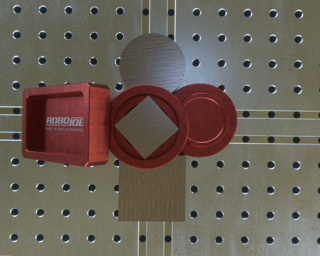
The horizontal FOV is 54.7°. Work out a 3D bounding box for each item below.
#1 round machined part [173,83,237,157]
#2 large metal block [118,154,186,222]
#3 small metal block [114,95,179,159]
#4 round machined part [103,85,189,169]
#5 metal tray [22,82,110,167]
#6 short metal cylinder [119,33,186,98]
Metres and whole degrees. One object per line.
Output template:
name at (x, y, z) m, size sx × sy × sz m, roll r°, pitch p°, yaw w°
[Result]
round machined part at (0.052, -0.010, 0.404) m, size 0.099 × 0.042 × 0.097 m, roll 0°, pitch 90°, yaw 0°
large metal block at (-0.009, 0.073, 0.398) m, size 0.081 × 0.050 × 0.080 m, roll 1°, pitch 90°, yaw 0°
small metal block at (-0.015, -0.001, 0.351) m, size 0.050 × 0.025 × 0.050 m, roll -42°, pitch 90°, yaw 0°
round machined part at (-0.016, -0.001, 0.376) m, size 0.099 × 0.042 × 0.097 m, roll 0°, pitch 90°, yaw 0°
metal tray at (-0.117, -0.005, 0.374) m, size 0.130 × 0.030 × 0.089 m, roll 1°, pitch 90°, yaw 37°
short metal cylinder at (-0.009, -0.075, 0.400) m, size 0.081 × 0.050 × 0.080 m, roll 0°, pitch 90°, yaw 0°
